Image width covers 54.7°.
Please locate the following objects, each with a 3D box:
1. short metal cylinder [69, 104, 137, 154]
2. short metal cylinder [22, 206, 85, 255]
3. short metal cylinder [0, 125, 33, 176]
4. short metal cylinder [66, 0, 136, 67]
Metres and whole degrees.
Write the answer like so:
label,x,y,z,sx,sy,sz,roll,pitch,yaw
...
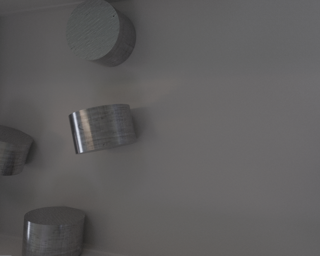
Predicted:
label,x,y,z,sx,sy,sz,roll,pitch,yaw
short metal cylinder,-0.075,0.002,0.408,0.080,0.080,0.050,-13,86,19
short metal cylinder,-0.148,0.146,0.433,0.080,0.080,0.050,5,92,20
short metal cylinder,-0.241,0.031,0.466,0.080,0.080,0.050,24,98,18
short metal cylinder,-0.080,-0.128,0.425,0.080,0.050,0.080,0,90,20
